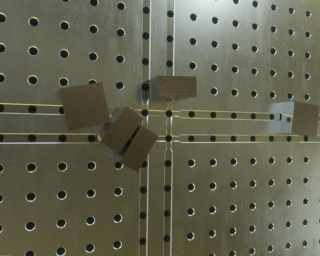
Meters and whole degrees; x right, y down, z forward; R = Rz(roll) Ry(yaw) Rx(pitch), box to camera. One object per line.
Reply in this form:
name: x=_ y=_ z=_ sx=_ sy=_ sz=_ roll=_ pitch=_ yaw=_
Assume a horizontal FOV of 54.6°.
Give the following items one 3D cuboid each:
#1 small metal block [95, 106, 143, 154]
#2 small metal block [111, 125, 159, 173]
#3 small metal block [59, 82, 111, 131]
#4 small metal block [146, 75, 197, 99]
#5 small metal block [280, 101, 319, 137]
small metal block: x=-0.051 y=0.002 z=0.380 sx=0.025 sy=0.050 sz=0.050 roll=38 pitch=78 yaw=-16
small metal block: x=-0.033 y=0.024 z=0.387 sx=0.025 sy=0.050 sz=0.050 roll=33 pitch=79 yaw=-17
small metal block: x=-0.092 y=-0.026 z=0.378 sx=0.050 sy=0.025 sz=0.050 roll=-13 pitch=95 yaw=-20
small metal block: x=0.014 y=-0.052 z=0.404 sx=0.050 sy=0.050 sz=0.025 roll=-1 pitch=91 yaw=-20
small metal block: x=0.223 y=-0.014 z=0.494 sx=0.050 sy=0.025 sz=0.050 roll=7 pitch=88 yaw=-20
